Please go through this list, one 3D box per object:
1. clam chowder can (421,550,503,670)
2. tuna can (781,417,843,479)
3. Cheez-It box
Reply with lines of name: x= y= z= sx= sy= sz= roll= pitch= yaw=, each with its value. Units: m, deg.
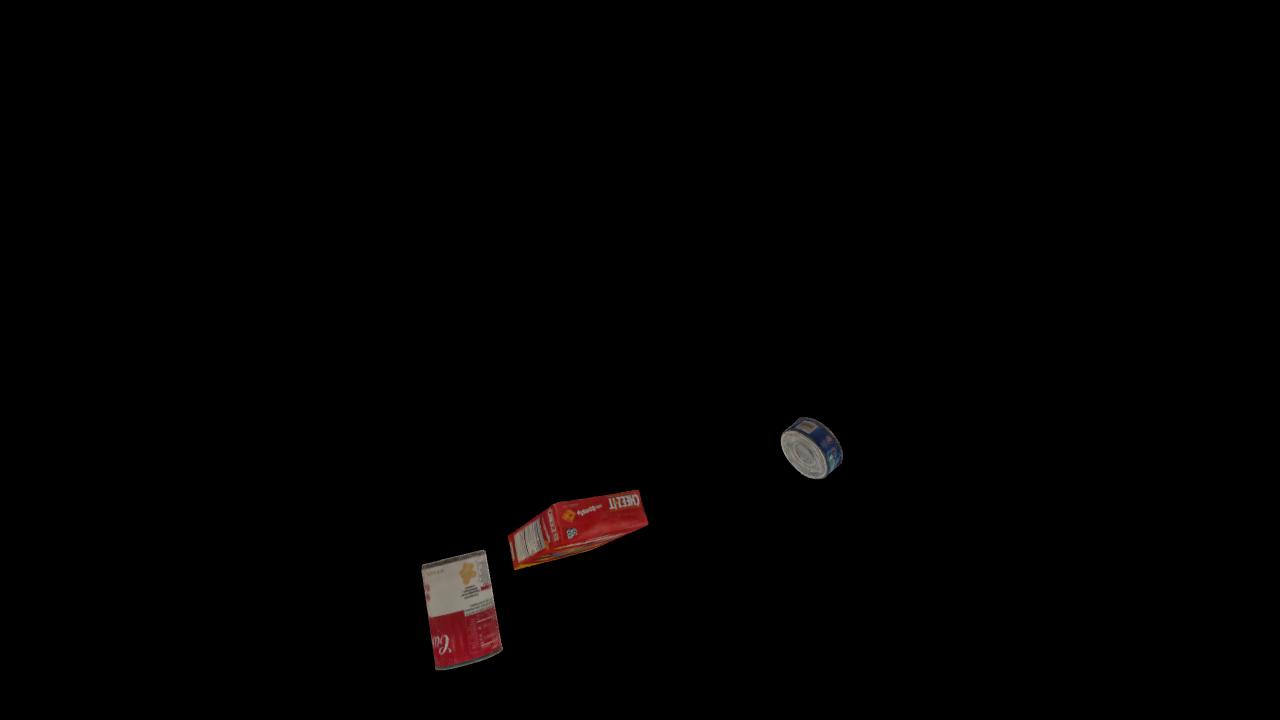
clam chowder can: x=-0.183 y=0.254 z=0.633 sx=0.068 sy=0.102 sz=0.068 roll=-12 pitch=-13 yaw=-3
tuna can: x=0.237 y=0.124 z=0.856 sx=0.034 sy=0.084 sz=0.084 roll=-33 pitch=16 yaw=-27
Cheez-It box: x=-0.114 y=0.297 z=1.074 sx=0.166 sy=0.071 sz=0.223 roll=-3 pitch=-24 yaw=-35
